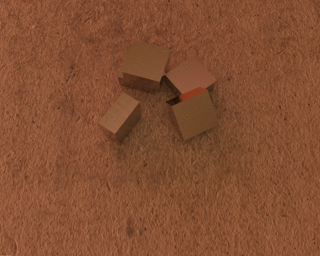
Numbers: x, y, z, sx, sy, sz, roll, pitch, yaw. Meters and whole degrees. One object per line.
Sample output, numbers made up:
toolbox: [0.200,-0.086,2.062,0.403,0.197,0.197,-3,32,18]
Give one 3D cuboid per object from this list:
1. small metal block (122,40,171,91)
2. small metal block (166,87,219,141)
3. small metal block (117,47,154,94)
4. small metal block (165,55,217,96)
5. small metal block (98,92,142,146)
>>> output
small metal block: [-0.017,-0.083,0.412,0.050,0.025,0.050,16,71,5]
small metal block: [0.042,-0.019,0.401,0.050,0.025,0.050,-25,113,-9]
small metal block: [-0.026,-0.081,0.437,0.050,0.025,0.050,16,71,5]
small metal block: [0.042,-0.064,0.432,0.050,0.025,0.050,-36,74,-12]
small metal block: [-0.050,-0.010,0.398,0.025,0.050,0.050,32,73,11]
